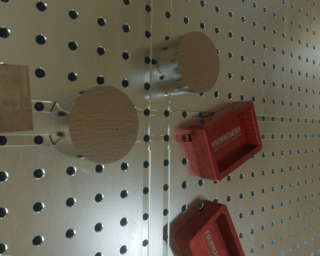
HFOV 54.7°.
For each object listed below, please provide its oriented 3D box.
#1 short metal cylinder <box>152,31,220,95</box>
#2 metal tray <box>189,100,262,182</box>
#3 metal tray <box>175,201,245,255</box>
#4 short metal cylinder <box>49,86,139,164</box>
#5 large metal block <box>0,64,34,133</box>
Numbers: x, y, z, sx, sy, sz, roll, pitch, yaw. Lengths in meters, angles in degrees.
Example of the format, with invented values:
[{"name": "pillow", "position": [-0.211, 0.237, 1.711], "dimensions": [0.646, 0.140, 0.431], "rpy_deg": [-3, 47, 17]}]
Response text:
[{"name": "short metal cylinder", "position": [0.036, -0.086, 0.423], "dimensions": [0.081, 0.050, 0.079], "rpy_deg": [0, 90, -40]}, {"name": "metal tray", "position": [0.110, 0.017, 0.497], "dimensions": [0.131, 0.030, 0.089], "rpy_deg": [-26, 106, -37]}, {"name": "metal tray", "position": [0.083, 0.191, 0.475], "dimensions": [0.091, 0.030, 0.129], "rpy_deg": [-35, 112, -34]}, {"name": "short metal cylinder", "position": [-0.070, -0.003, 0.334], "dimensions": [0.081, 0.050, 0.079], "rpy_deg": [0, 90, -40]}, {"name": "large metal block", "position": [-0.156, -0.020, 0.243], "dimensions": [0.081, 0.080, 0.050], "rpy_deg": [-6, 94, -40]}]
